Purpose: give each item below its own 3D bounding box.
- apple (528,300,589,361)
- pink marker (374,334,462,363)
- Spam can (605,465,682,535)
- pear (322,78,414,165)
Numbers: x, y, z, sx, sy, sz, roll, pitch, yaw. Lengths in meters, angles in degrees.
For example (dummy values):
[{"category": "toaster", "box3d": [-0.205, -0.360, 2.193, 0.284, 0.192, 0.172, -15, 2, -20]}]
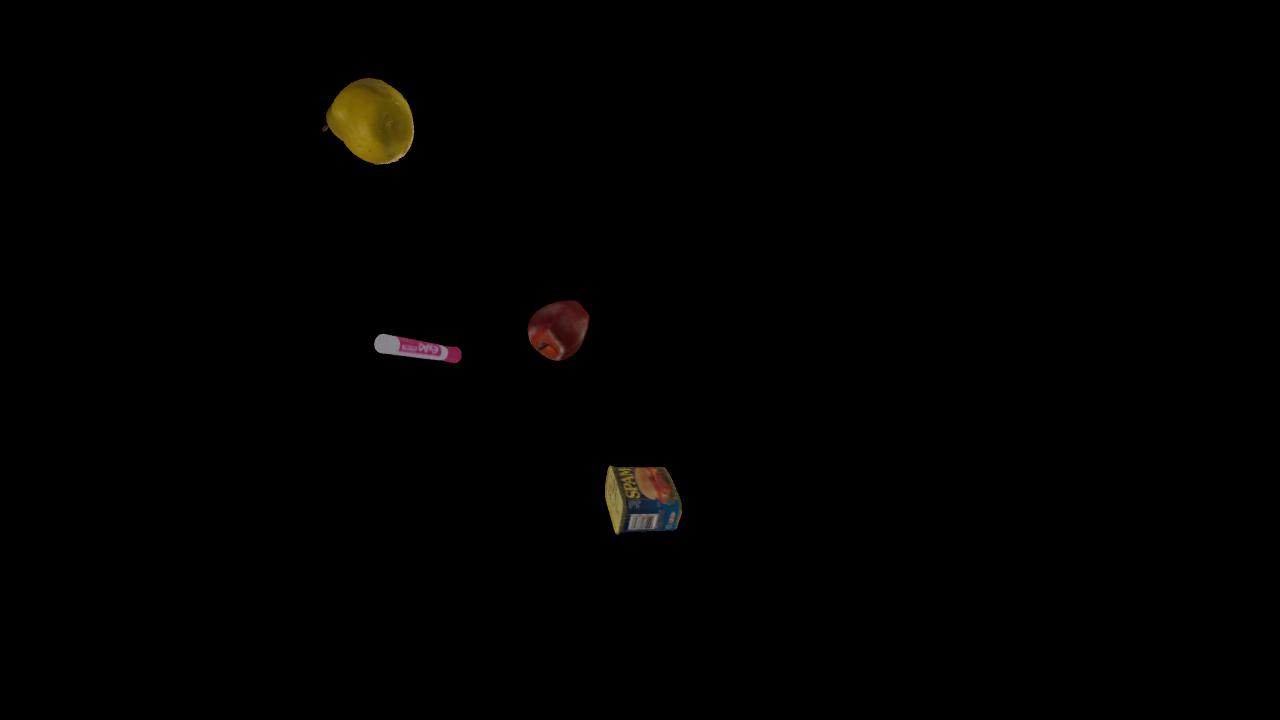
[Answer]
[{"category": "apple", "box3d": [-0.112, -0.043, 0.851, 0.079, 0.079, 0.093, 0, 39, 37]}, {"category": "pink marker", "box3d": [-0.226, -0.010, 0.642, 0.020, 0.020, 0.121, 0, -5, 19]}, {"category": "Spam can", "box3d": [0.003, 0.192, 0.854, 0.085, 0.058, 0.101, 3, 26, -16]}, {"category": "pear", "box3d": [-0.285, -0.245, 0.625, 0.111, 0.080, 0.080, 21, 9, 23]}]
